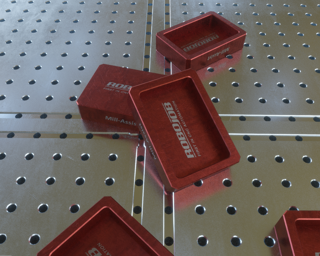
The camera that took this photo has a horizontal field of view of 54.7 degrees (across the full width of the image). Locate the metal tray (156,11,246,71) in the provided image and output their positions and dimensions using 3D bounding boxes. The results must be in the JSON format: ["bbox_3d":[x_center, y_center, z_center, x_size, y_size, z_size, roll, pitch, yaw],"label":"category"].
[{"bbox_3d":[0.070,-0.150,0.530,0.131,0.030,0.090,-29,56,-23],"label":"metal tray"}]

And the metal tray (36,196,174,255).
[{"bbox_3d":[-0.039,0.137,0.288,0.130,0.030,0.090,36,58,26],"label":"metal tray"}]

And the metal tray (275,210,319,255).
[{"bbox_3d":[0.189,0.128,0.299,0.131,0.030,0.090,0,50,0],"label":"metal tray"}]

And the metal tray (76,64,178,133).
[{"bbox_3d":[-0.039,-0.043,0.440,0.131,0.030,0.090,12,51,9],"label":"metal tray"}]

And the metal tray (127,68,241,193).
[{"bbox_3d":[0.026,0.000,0.373,0.091,0.030,0.130,-21,76,-17],"label":"metal tray"}]
